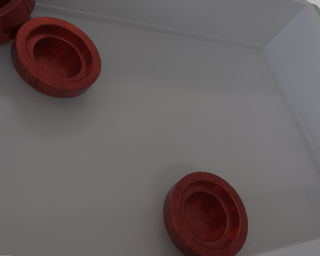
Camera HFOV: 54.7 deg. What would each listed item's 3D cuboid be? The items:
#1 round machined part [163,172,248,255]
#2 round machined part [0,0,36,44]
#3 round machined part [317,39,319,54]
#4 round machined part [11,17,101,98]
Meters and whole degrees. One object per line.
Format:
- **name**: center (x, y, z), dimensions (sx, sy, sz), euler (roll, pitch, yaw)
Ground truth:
- **round machined part**: center (0.048, 0.103, 0.356), dimensions (0.099, 0.042, 0.098), euler (14, 55, -20)
- **round machined part**: center (-0.191, -0.135, 0.356), dimensions (0.099, 0.042, 0.098), euler (-3, 58, 5)
- **round machined part**: center (0.431, -0.188, 0.744), dimensions (0.099, 0.042, 0.098), euler (14, 56, -21)
- **round machined part**: center (-0.124, -0.078, 0.368), dimensions (0.099, 0.042, 0.098), euler (18, 57, -30)
